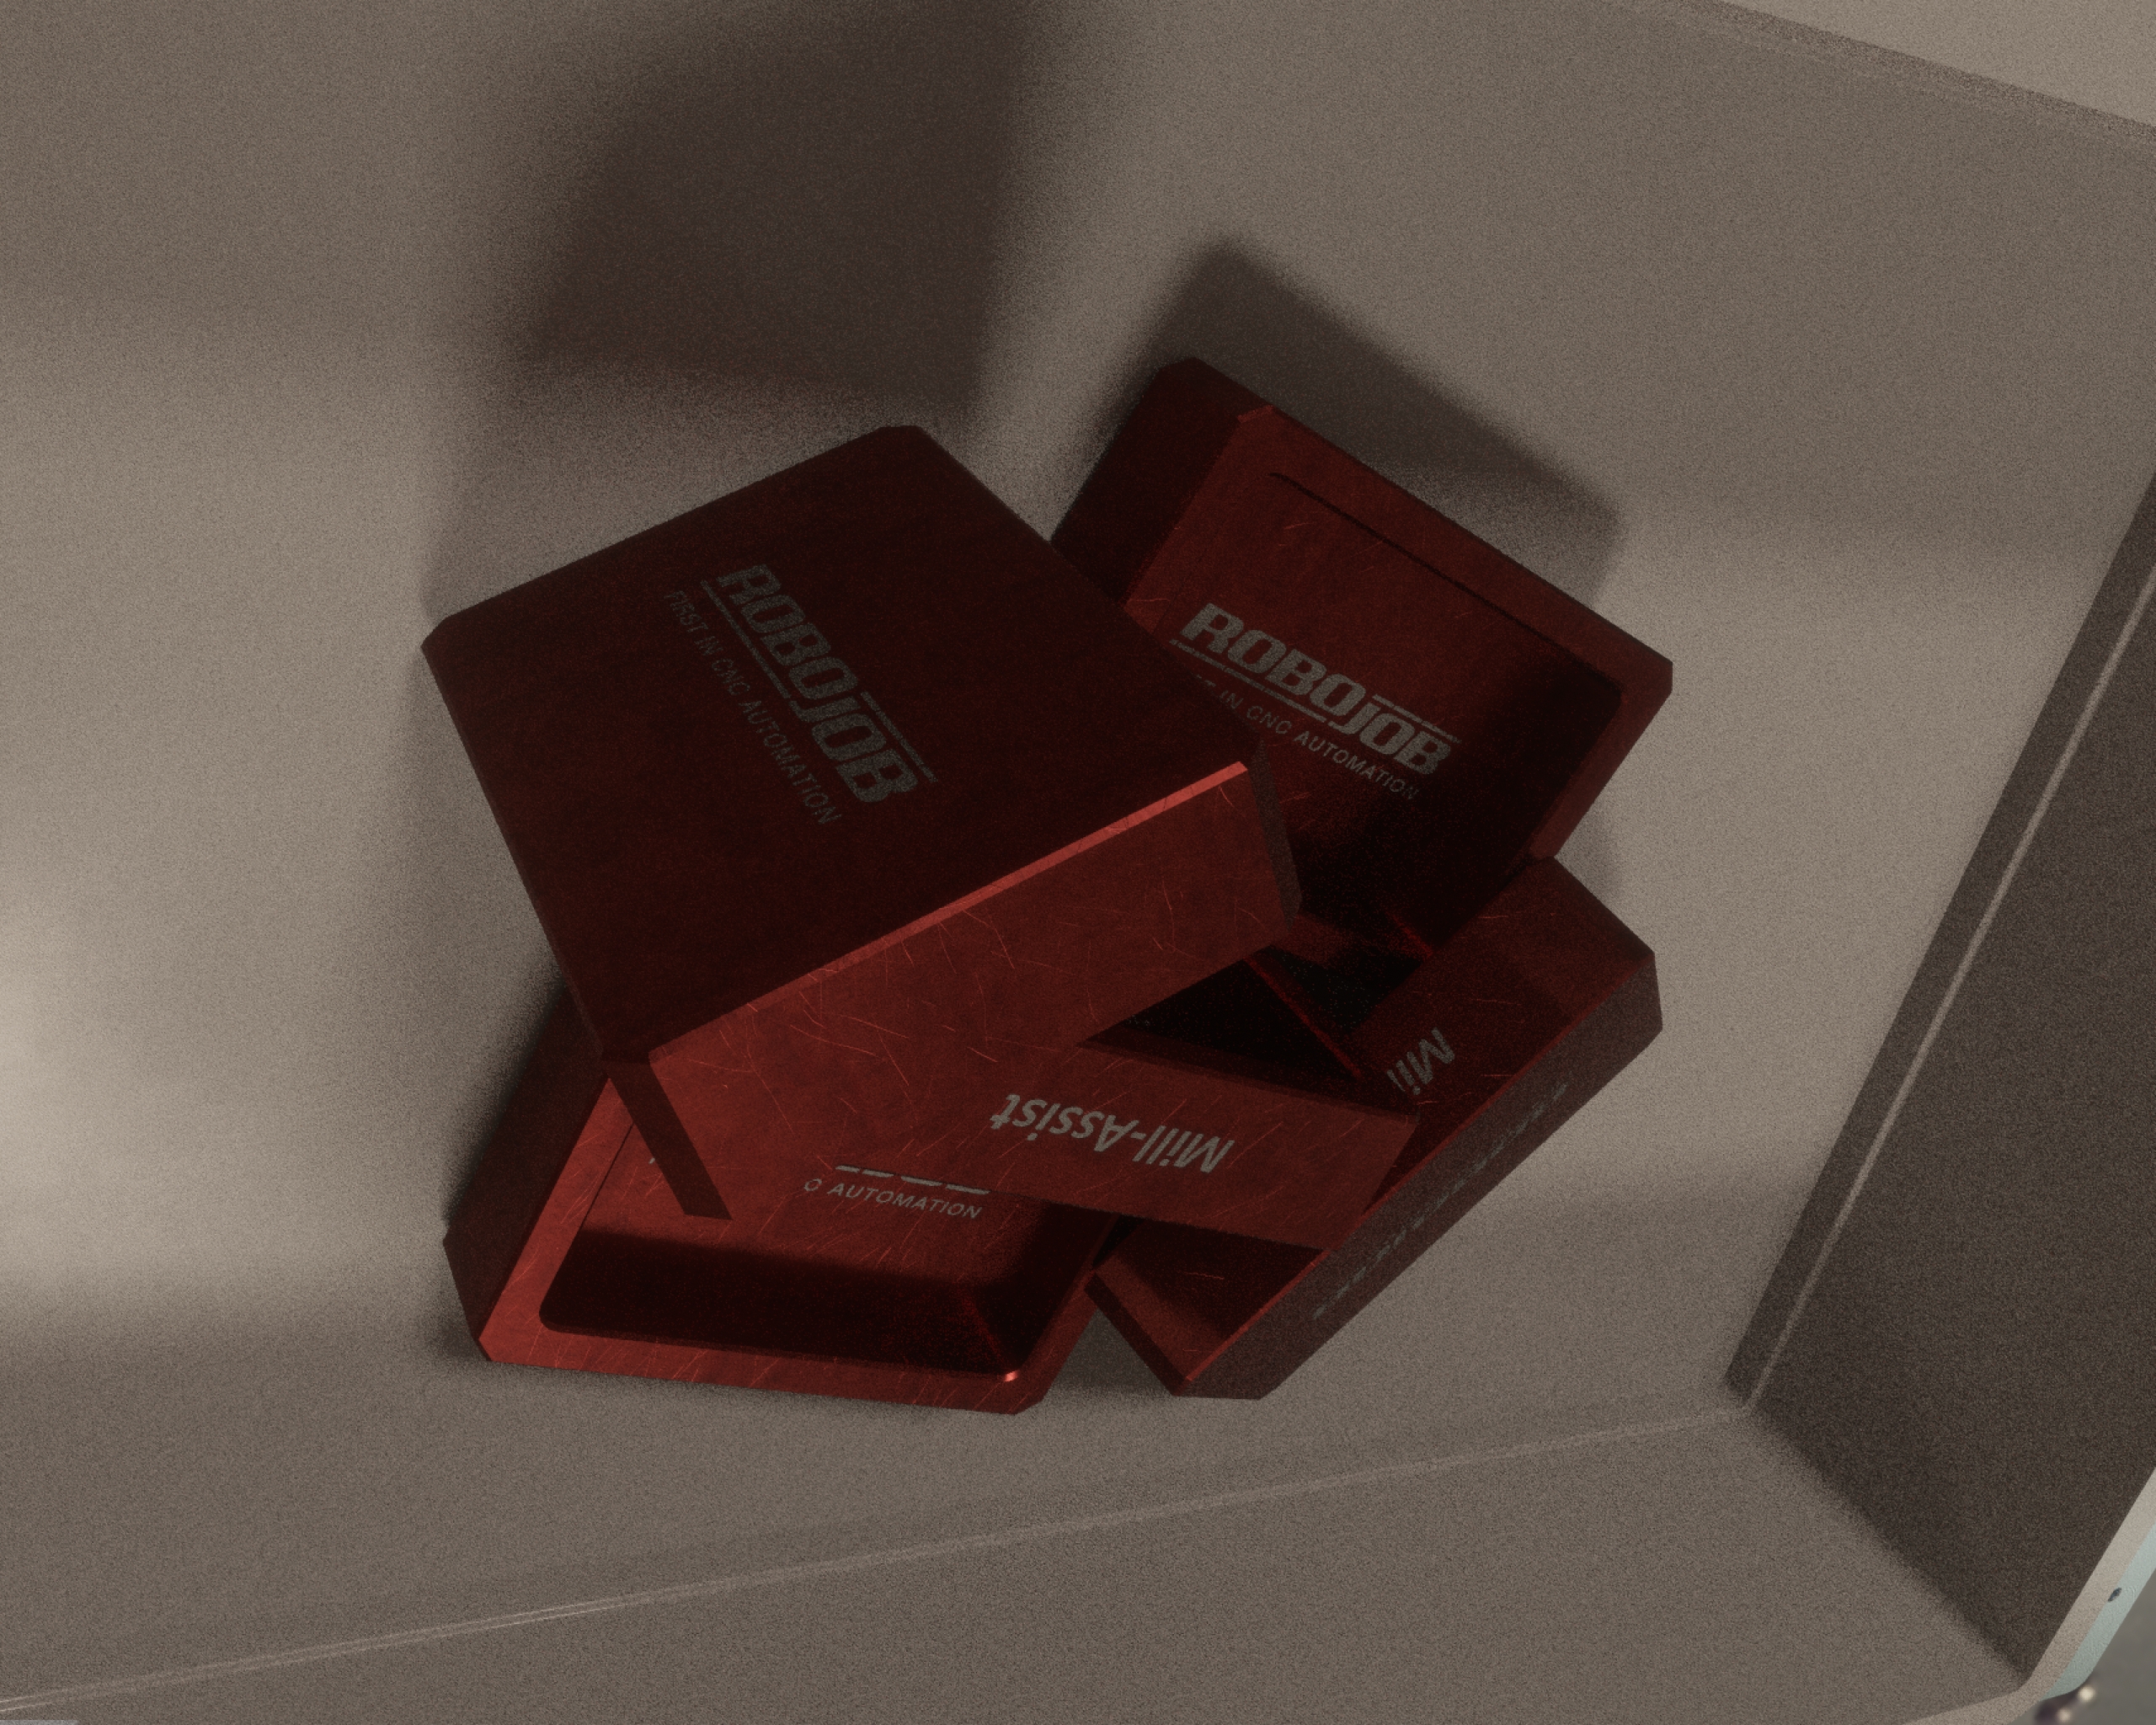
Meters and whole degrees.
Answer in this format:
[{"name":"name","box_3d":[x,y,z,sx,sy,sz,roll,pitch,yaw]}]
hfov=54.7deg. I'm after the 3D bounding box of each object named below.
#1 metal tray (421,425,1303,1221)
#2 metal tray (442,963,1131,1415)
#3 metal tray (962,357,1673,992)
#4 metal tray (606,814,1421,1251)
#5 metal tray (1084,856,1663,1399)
[{"name":"metal tray","box_3d":[-0.038,-0.015,0.308,0.091,0.130,0.030,-26,128,-12]},{"name":"metal tray","box_3d":[-0.046,0.061,0.416,0.131,0.030,0.089,17,109,-35]},{"name":"metal tray","box_3d":[0.048,-0.030,0.413,0.131,0.030,0.090,23,106,-37]},{"name":"metal tray","box_3d":[-0.013,0.023,0.371,0.131,0.090,0.030,17,110,-35]},{"name":"metal tray","box_3d":[0.069,0.062,0.456,0.130,0.030,0.090,-43,158,2]}]
